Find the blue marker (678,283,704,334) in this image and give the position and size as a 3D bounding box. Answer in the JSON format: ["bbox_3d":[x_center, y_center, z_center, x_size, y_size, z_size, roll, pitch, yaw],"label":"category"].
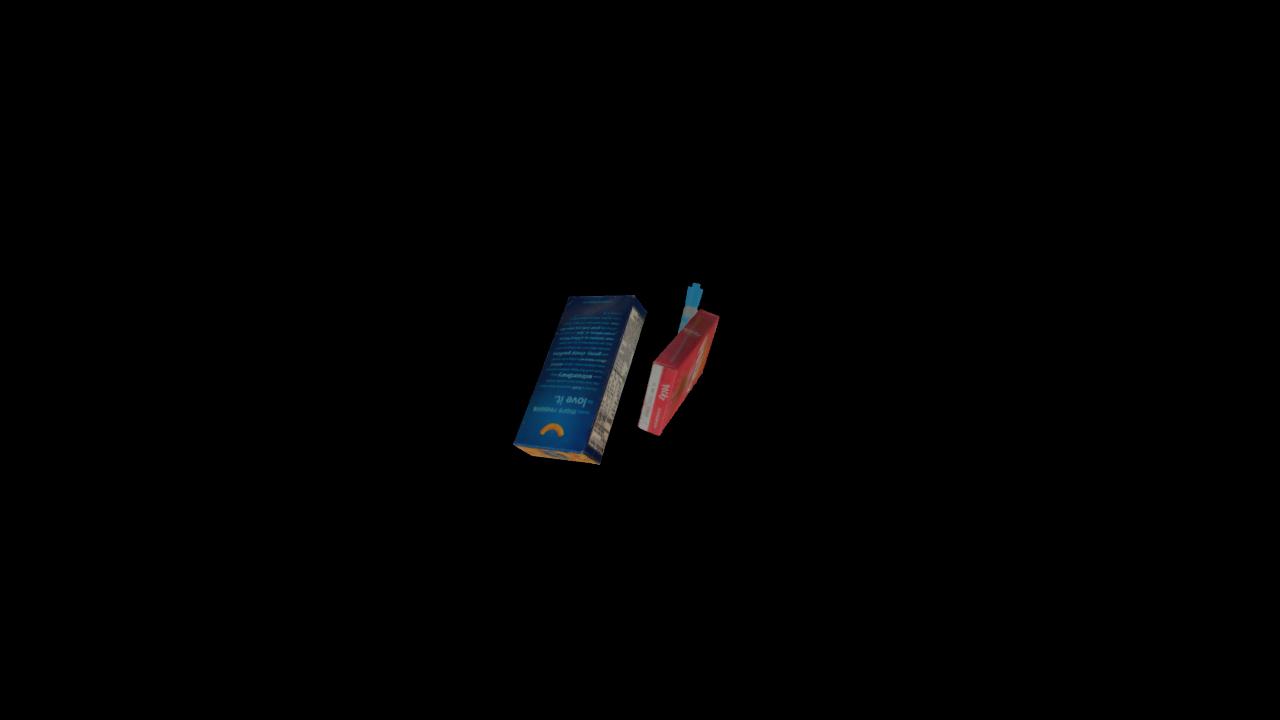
[{"bbox_3d":[0.053,-0.031,0.724,0.020,0.121,0.020,12,2,0],"label":"blue marker"}]

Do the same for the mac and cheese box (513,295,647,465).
[{"bbox_3d":[-0.061,0.016,0.659,0.093,0.184,0.041,3,-27,30],"label":"mac and cheese box"}]

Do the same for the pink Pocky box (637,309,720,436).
[{"bbox_3d":[0.045,0.009,0.677,0.029,0.084,0.155,22,31,13],"label":"pink Pocky box"}]
